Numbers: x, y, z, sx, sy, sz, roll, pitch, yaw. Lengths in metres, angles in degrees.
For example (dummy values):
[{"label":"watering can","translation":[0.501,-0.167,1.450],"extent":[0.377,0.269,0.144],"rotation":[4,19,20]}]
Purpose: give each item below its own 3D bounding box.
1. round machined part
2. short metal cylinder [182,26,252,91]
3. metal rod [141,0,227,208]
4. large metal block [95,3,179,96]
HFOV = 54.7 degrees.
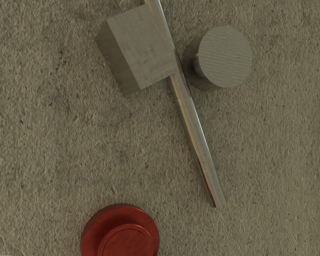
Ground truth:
[{"label":"round machined part","translation":[-0.046,0.147,0.383],"extent":[0.099,0.042,0.097],"rotation":[0,90,-20]},{"label":"short metal cylinder","translation":[0.077,-0.092,0.424],"extent":[0.081,0.050,0.079],"rotation":[0,90,-20]},{"label":"metal rod","translation":[0.034,-0.033,0.421],"extent":[0.025,0.025,0.298],"rotation":[-22,97,-19]},{"label":"large metal block","translation":[-0.031,-0.088,0.368],"extent":[0.050,0.080,0.080],"rotation":[-29,100,-18]}]
